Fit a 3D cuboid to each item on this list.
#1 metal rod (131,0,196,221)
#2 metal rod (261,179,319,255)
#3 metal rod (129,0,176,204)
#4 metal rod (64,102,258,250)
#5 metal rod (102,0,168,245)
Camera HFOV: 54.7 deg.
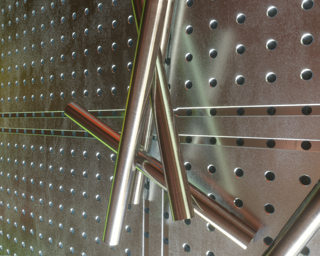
[{"bbox_3d":[-0.001,-0.045,0.369,0.025,0.025,0.299,-21,74,38],"label":"metal rod"},{"bbox_3d":[0.150,0.065,0.284,0.025,0.025,0.298,40,114,32],"label":"metal rod"},{"bbox_3d":[-0.013,-0.043,0.417,0.025,0.025,0.298,16,100,38],"label":"metal rod"},{"bbox_3d":[-0.017,0.046,0.393,0.300,0.025,0.025,33,111,25],"label":"metal rod"},{"bbox_3d":[-0.033,0.004,0.366,0.025,0.025,0.298,23,108,37],"label":"metal rod"}]
